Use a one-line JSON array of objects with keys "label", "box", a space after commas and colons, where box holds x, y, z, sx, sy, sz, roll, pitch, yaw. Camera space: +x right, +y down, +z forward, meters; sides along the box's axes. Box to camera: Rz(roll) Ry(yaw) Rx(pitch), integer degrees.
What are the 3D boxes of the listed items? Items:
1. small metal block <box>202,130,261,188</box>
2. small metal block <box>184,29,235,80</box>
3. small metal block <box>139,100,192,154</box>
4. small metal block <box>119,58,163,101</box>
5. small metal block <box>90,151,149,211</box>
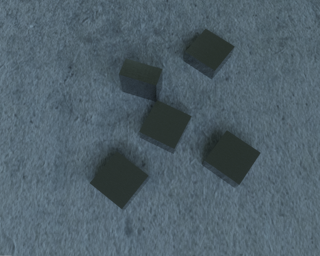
[{"label": "small metal block", "box": [0.090, 0.040, 0.395, 0.050, 0.025, 0.050, 35, 73, 11]}, {"label": "small metal block", "box": [0.071, -0.107, 0.448, 0.050, 0.025, 0.050, 36, 74, 12]}, {"label": "small metal block", "box": [0.007, -0.001, 0.409, 0.050, 0.025, 0.050, 26, 72, 8]}, {"label": "small metal block", "box": [-0.025, -0.063, 0.418, 0.050, 0.050, 0.025, 17, 71, 6]}, {"label": "small metal block", "box": [-0.049, 0.066, 0.383, 0.050, 0.025, 0.050, 36, 74, 12]}]
